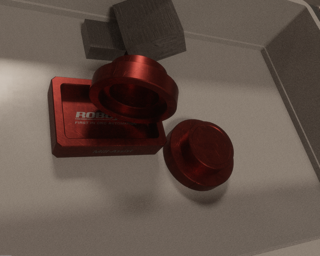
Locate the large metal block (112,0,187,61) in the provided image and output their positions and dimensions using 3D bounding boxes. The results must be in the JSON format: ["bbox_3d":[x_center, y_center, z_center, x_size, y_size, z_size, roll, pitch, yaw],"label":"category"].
[{"bbox_3d":[-0.014,-0.144,0.447,0.080,0.050,0.080,-19,68,2],"label":"large metal block"}]

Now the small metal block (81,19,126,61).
[{"bbox_3d":[-0.081,-0.124,0.439,0.050,0.025,0.050,-2,63,-29],"label":"small metal block"}]

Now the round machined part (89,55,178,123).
[{"bbox_3d":[-0.028,-0.046,0.354,0.099,0.098,0.042,17,62,-19],"label":"round machined part"}]

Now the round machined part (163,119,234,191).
[{"bbox_3d":[0.057,0.030,0.409,0.099,0.042,0.098,14,56,-21],"label":"round machined part"}]

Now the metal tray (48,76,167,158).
[{"bbox_3d":[-0.063,-0.013,0.376,0.131,0.030,0.090,1,61,-28],"label":"metal tray"}]
